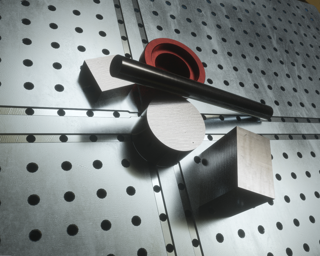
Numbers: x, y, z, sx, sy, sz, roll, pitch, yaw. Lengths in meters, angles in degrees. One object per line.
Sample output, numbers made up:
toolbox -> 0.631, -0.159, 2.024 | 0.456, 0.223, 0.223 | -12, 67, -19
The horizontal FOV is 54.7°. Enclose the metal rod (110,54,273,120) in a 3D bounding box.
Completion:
metal rod -> 0.067, -0.046, 0.429 | 0.302, 0.025, 0.025 | 10, 56, -40

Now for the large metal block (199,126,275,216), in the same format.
large metal block -> 0.094, 0.057, 0.391 | 0.050, 0.080, 0.080 | 20, 54, -17

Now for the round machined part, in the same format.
round machined part -> 0.014, -0.081, 0.456 | 0.099, 0.042, 0.098 | 14, 56, -21

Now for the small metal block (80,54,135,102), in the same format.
small metal block -> -0.070, -0.067, 0.413 | 0.050, 0.025, 0.050 | -20, 73, -36

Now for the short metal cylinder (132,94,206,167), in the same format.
short metal cylinder -> 0.011, 0.003, 0.397 | 0.081, 0.050, 0.080 | 14, 56, -21
